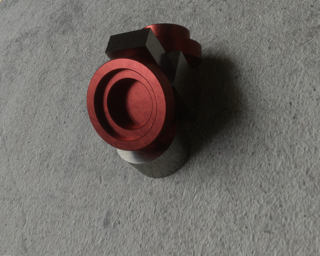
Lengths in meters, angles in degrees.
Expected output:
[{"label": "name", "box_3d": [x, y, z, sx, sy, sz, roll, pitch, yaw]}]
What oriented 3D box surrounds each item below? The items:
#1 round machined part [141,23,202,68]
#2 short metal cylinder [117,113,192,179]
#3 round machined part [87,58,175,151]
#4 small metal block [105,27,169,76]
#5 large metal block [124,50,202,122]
[{"label": "round machined part", "box_3d": [0.006, -0.107, 0.415, 0.098, 0.098, 0.042, -2, 86, 27]}, {"label": "short metal cylinder", "box_3d": [-0.007, 0.017, 0.383, 0.080, 0.050, 0.080, -13, 56, 20]}, {"label": "round machined part", "box_3d": [-0.028, -0.027, 0.339, 0.098, 0.042, 0.097, 6, 103, 26]}, {"label": "small metal block", "box_3d": [-0.024, -0.081, 0.347, 0.050, 0.050, 0.025, -3, 60, 27]}, {"label": "large metal block", "box_3d": [0.000, -0.049, 0.398, 0.080, 0.080, 0.050, -2, 61, 27]}]
